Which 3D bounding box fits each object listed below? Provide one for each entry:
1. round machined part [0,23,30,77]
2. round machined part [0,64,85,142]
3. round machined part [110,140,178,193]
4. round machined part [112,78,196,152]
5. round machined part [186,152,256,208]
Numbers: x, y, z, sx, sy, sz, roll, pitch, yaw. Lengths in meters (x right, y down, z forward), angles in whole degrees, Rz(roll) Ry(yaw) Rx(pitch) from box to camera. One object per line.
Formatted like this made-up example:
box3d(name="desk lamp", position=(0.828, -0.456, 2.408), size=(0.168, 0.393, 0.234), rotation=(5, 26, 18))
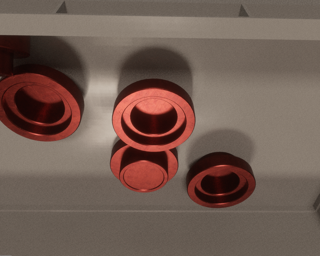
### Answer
box3d(name="round machined part", position=(-0.177, -0.073, 0.293), size=(0.099, 0.098, 0.042), rotation=(3, 94, -3))
box3d(name="round machined part", position=(-0.139, -0.033, 0.368), size=(0.099, 0.042, 0.097), rotation=(-1, 130, 0))
box3d(name="round machined part", position=(-0.023, 0.056, 0.445), size=(0.099, 0.042, 0.097), rotation=(-1, 130, 0))
box3d(name="round machined part", position=(-0.007, -0.020, 0.381), size=(0.099, 0.042, 0.097), rotation=(-1, 130, 0))
box3d(name="round machined part", position=(0.088, 0.074, 0.462), size=(0.099, 0.042, 0.097), rotation=(-1, 130, 0))
